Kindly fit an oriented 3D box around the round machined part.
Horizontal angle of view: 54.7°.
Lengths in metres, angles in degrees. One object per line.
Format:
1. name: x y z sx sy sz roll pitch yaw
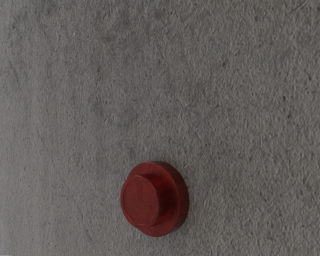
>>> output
1. round machined part: -0.014 0.094 0.406 0.098 0.042 0.097 0 90 40
